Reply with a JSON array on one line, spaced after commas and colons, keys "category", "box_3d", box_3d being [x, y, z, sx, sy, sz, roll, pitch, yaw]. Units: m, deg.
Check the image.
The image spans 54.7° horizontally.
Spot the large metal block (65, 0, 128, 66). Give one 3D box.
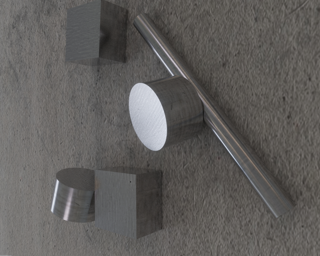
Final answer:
[{"category": "large metal block", "box_3d": [-0.097, -0.139, 0.469, 0.080, 0.050, 0.079, 5, 93, 40]}]

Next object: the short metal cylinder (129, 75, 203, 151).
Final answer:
[{"category": "short metal cylinder", "box_3d": [0.005, -0.018, 0.366, 0.080, 0.050, 0.079, 33, 132, 47]}]

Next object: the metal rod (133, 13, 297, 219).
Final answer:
[{"category": "metal rod", "box_3d": [0.049, -0.032, 0.364, 0.025, 0.025, 0.299, -48, 62, 29]}]

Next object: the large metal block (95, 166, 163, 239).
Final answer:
[{"category": "large metal block", "box_3d": [-0.044, 0.097, 0.425, 0.080, 0.050, 0.080, -1, 90, 40]}]

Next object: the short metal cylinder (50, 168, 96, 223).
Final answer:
[{"category": "short metal cylinder", "box_3d": [-0.120, 0.099, 0.468, 0.080, 0.081, 0.050, 23, 105, 37]}]
